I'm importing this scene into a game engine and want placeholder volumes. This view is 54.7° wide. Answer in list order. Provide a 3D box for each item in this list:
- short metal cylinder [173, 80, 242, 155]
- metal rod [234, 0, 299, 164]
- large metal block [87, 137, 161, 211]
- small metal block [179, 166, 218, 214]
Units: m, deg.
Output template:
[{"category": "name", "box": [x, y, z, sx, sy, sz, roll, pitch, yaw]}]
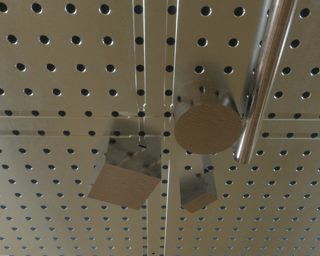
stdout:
[{"category": "short metal cylinder", "box": [0.057, -0.013, 0.386, 0.081, 0.050, 0.079, 0, 130, 0]}, {"category": "metal rod", "box": [0.122, -0.070, 0.353, 0.025, 0.025, 0.298, 0, 130, -1]}, {"category": "large metal block", "box": [-0.052, 0.069, 0.453, 0.081, 0.050, 0.079, 19, 127, -16]}, {"category": "small metal block", "box": [0.058, 0.095, 0.477, 0.050, 0.050, 0.025, -37, 121, 27]}]
